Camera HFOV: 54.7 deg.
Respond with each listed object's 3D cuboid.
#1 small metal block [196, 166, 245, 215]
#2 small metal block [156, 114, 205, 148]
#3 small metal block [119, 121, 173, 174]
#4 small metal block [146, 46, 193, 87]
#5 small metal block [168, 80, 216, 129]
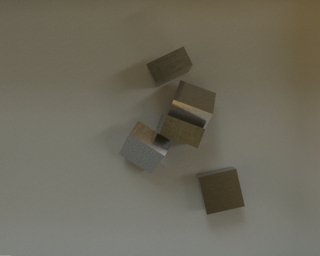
[{"bbox_3d":[0.080,0.082,0.413,0.050,0.025,0.050,-13,90,-1],"label":"small metal block"},{"bbox_3d":[0.024,0.003,0.396,0.050,0.050,0.025,20,92,-7],"label":"small metal block"},{"bbox_3d":[-0.019,0.026,0.397,0.050,0.050,0.025,32,49,-1],"label":"small metal block"},{"bbox_3d":[0.011,-0.077,0.399,0.050,0.050,0.025,-26,90,0],"label":"small metal block"},{"bbox_3d":[0.042,-0.031,0.397,0.050,0.050,0.025,20,129,0],"label":"small metal block"}]
